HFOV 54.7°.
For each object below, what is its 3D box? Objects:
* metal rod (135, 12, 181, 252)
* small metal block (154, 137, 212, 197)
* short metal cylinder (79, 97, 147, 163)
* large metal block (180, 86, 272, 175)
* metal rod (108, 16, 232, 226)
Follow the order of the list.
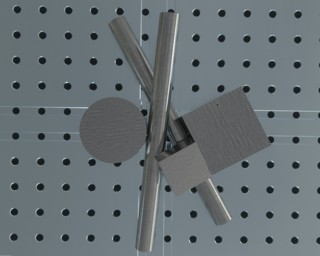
[{"bbox_3d":[-0.004,0.011,0.390,0.025,0.025,0.298,6,98,0],"label":"metal rod"},{"bbox_3d":[0.028,0.047,0.378,0.050,0.025,0.050,-28,105,-8],"label":"small metal block"},{"bbox_3d":[-0.057,0.002,0.397,0.081,0.050,0.079,0,90,-1],"label":"short metal cylinder"},{"bbox_3d":[0.080,0.003,0.397,0.080,0.050,0.080,-27,90,0],"label":"large metal block"},{"bbox_3d":[0.014,-0.009,0.410,0.025,0.025,0.299,-28,91,0],"label":"metal rod"}]
